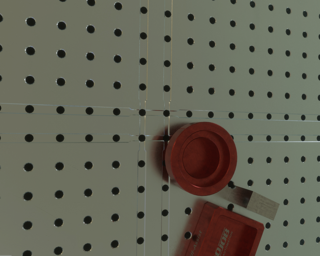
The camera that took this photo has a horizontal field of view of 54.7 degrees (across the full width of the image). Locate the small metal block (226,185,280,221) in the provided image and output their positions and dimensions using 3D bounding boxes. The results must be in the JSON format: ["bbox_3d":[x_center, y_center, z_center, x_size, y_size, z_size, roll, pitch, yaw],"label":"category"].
[{"bbox_3d":[0.134,0.108,0.451,0.050,0.050,0.025,27,81,-19],"label":"small metal block"}]

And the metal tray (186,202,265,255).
[{"bbox_3d":[0.087,0.183,0.443,0.090,0.030,0.130,25,82,-19],"label":"metal tray"}]

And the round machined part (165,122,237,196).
[{"bbox_3d":[0.052,0.040,0.424,0.099,0.042,0.097,0,90,-21],"label":"round machined part"}]
